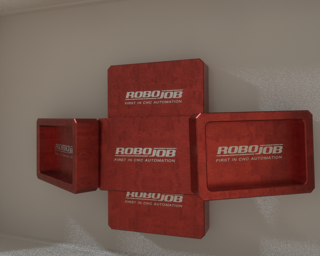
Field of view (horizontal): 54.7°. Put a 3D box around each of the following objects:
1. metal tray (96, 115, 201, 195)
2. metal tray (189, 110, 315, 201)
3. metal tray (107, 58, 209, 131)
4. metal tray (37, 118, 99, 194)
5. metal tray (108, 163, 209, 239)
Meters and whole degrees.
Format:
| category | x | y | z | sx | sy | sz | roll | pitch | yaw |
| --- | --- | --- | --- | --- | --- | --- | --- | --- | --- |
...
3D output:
| category | x | y | z | sx | sy | sz | roll | pitch | yaw |
| --- | --- | --- | --- | --- | --- | --- | --- | --- | --- |
| metal tray | -0.013 | 0.031 | 0.379 | 0.130 | 0.030 | 0.089 | -1 | 90 | 19 |
| metal tray | 0.100 | 0.027 | 0.338 | 0.131 | 0.030 | 0.089 | -2 | 90 | -10 |
| metal tray | -0.004 | -0.039 | 0.406 | 0.130 | 0.030 | 0.089 | 0 | 90 | 19 |
| metal tray | -0.129 | 0.032 | 0.419 | 0.130 | 0.030 | 0.089 | 2 | 92 | 49 |
| metal tray | -0.003 | 0.090 | 0.406 | 0.130 | 0.030 | 0.089 | 0 | 90 | 19 |
